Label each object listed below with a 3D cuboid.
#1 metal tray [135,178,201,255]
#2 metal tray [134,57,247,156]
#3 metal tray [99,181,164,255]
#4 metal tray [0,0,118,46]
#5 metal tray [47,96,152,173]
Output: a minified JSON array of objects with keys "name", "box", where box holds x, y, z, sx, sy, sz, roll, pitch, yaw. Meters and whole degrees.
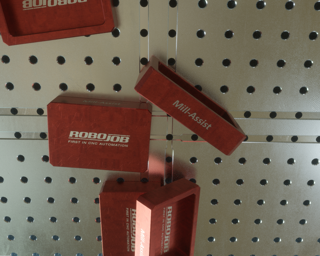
[{"name":"metal tray","box":[0.010,0.143,0.429,0.091,0.030,0.129,-13,114,-41]},{"name":"metal tray","box":[0.034,-0.029,0.368,0.130,0.090,0.030,35,107,-12]},{"name":"metal tray","box":[-0.040,0.144,0.463,0.090,0.030,0.129,1,110,-1]},{"name":"metal tray","box":[-0.121,-0.149,0.354,0.131,0.030,0.089,-7,110,2]},{"name":"metal tray","box":[-0.079,0.009,0.413,0.131,0.030,0.089,4,110,-2]}]
